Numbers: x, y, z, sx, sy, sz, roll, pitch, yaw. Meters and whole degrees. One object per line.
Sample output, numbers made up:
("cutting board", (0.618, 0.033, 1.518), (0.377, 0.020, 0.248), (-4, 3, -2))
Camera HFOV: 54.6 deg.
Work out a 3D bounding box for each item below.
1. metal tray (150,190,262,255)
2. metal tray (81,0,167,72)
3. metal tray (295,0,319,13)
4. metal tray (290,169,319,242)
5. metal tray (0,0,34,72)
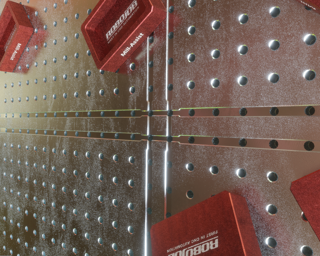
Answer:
("metal tray", (0.045, 0.137, 0.349), (0.130, 0.030, 0.090), (-36, 46, 34))
("metal tray", (-0.058, -0.156, 0.455), (0.130, 0.030, 0.090), (-39, 67, 33))
("metal tray", (0.153, -0.159, 0.280), (0.130, 0.030, 0.090), (47, 118, 29))
("metal tray", (0.183, 0.086, 0.255), (0.090, 0.030, 0.130), (-38, 67, 33))
("metal tray", (-0.330, -0.198, 0.681), (0.129, 0.030, 0.090), (-46, 63, 30))
